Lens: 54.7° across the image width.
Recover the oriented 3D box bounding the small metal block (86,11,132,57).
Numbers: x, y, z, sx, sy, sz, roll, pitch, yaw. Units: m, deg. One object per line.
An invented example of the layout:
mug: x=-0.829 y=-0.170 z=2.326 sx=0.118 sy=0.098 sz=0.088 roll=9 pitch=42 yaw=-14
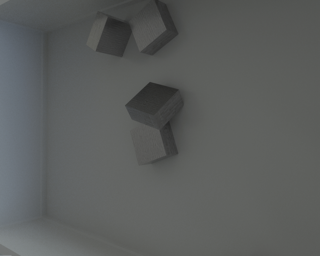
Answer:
small metal block: x=-0.072 y=-0.135 z=0.450 sx=0.025 sy=0.050 sz=0.050 roll=39 pitch=114 yaw=33

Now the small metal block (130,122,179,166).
small metal block: x=-0.009 y=0.019 z=0.414 sx=0.050 sy=0.025 sz=0.050 roll=-25 pitch=75 yaw=37

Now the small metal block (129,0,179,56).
small metal block: x=-0.009 y=-0.134 z=0.415 sx=0.050 sy=0.025 sz=0.050 roll=-31 pitch=71 yaw=35

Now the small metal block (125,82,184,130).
small metal block: x=-0.007 y=-0.029 z=0.394 sx=0.050 sy=0.050 sz=0.025 roll=21 pitch=146 yaw=38
